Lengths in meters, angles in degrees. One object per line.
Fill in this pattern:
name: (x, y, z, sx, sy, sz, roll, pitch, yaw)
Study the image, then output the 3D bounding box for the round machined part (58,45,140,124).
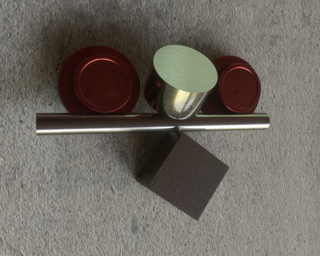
round machined part: (-0.071, -0.051, 0.374, 0.099, 0.042, 0.097, 0, 90, -20)

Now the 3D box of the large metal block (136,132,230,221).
large metal block: (0.029, 0.060, 0.406, 0.080, 0.050, 0.080, 37, 78, -17)

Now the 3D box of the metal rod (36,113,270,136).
metal rod: (0.007, -0.007, 0.390, 0.303, 0.025, 0.025, -1, 91, -20)

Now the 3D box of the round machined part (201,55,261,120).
round machined part: (0.102, -0.054, 0.439, 0.099, 0.042, 0.097, 0, 90, -20)

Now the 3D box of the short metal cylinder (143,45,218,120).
short metal cylinder: (0.024, -0.057, 0.386, 0.081, 0.050, 0.080, 10, 52, -13)
